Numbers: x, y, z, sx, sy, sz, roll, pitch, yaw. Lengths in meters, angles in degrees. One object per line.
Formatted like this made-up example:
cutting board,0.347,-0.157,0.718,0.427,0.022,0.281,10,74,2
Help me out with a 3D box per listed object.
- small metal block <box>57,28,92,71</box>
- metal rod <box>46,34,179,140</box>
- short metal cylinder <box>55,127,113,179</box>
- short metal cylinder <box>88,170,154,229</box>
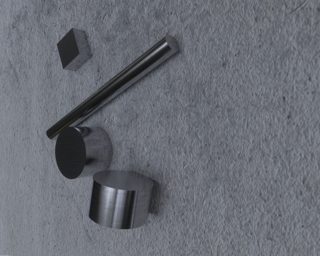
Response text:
small metal block,-0.146,-0.132,0.525,0.050,0.025,0.050,-29,72,36
metal rod,-0.090,-0.048,0.479,0.299,0.025,0.025,-29,72,36
short metal cylinder,-0.121,0.038,0.488,0.080,0.050,0.080,0,90,40
short metal cylinder,-0.052,0.092,0.412,0.080,0.081,0.050,15,100,39
